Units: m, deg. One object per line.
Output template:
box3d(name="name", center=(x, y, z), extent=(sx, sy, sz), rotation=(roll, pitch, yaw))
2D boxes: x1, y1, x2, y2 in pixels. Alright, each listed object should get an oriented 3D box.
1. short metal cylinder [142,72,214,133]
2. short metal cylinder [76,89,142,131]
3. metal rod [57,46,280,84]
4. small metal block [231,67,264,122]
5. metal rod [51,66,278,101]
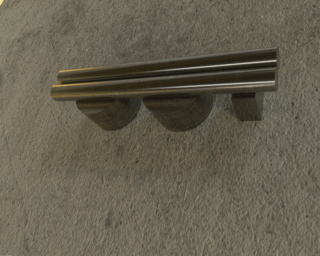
box3d(name="short metal cylinder", center=(0.023, -0.041, 0.402), extent=(0.080, 0.050, 0.080), rotation=(-13, 56, 21))
box3d(name="short metal cylinder", center=(-0.074, -0.042, 0.453), extent=(0.080, 0.050, 0.080), rotation=(-13, 56, 21))
box3d(name="metal rod", center=(-0.011, -0.073, 0.390), extent=(0.300, 0.025, 0.025), rotation=(0, 62, 28))
box3d(name="small metal block", center=(0.104, -0.041, 0.361), extent=(0.025, 0.050, 0.050), rotation=(-1, 61, 27))
box3d(name="metal rod", center=(-0.016, -0.050, 0.379), extent=(0.300, 0.025, 0.025), rotation=(0, 62, 28))
